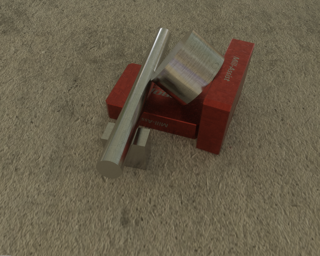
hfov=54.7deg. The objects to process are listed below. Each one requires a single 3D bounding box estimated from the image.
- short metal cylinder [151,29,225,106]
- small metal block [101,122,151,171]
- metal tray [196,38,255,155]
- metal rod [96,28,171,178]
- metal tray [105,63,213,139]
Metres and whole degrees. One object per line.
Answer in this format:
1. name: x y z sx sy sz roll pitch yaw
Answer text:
1. short metal cylinder: 0.033 -0.075 0.384 0.050 0.080 0.080 38 53 -12
2. small metal block: -0.038 0.023 0.369 0.050 0.050 0.025 10 51 8
3. metal tray: 0.085 -0.042 0.399 0.030 0.089 0.130 18 52 14
4. metal rod: -0.021 -0.057 0.402 0.025 0.025 0.300 8 41 6
5. metal tray: 0.002 -0.041 0.435 0.131 0.030 0.090 14 51 11
